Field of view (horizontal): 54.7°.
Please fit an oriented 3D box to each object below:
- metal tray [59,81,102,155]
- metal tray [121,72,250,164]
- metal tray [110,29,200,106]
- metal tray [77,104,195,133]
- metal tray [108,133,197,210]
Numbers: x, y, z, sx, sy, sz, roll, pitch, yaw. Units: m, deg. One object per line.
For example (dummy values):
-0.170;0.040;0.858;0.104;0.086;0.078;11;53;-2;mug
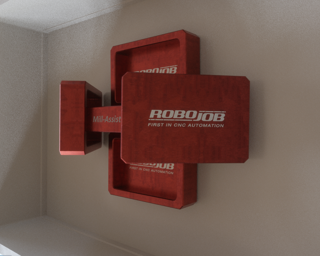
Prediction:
-0.106;-0.013;0.433;0.030;0.130;0.089;1;90;-2;metal tray
0.026;-0.009;0.324;0.030;0.131;0.089;-177;87;-82;metal tray
-0.010;-0.071;0.410;0.130;0.030;0.089;0;91;39;metal tray
-0.033;-0.010;0.390;0.130;0.091;0.030;1;91;39;metal tray
-0.014;0.050;0.411;0.130;0.030;0.089;1;90;39;metal tray
